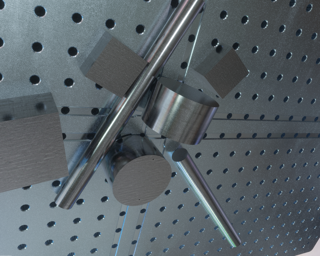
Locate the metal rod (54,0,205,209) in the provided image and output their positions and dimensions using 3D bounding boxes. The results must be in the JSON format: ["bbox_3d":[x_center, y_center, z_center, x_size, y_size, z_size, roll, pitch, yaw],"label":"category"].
[{"bbox_3d":[-0.043,-0.024,0.372,0.025,0.025,0.299,25,105,-37],"label":"metal rod"}]

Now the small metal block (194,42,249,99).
[{"bbox_3d":[0.082,-0.075,0.409,0.050,0.025,0.050,-46,129,4],"label":"small metal block"}]

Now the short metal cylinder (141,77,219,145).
[{"bbox_3d":[0.024,-0.022,0.375,0.081,0.080,0.050,12,112,-33],"label":"short metal cylinder"}]

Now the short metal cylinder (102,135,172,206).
[{"bbox_3d":[-0.032,0.056,0.412,0.081,0.050,0.079,-13,124,-21],"label":"short metal cylinder"}]

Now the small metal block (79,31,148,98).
[{"bbox_3d":[-0.051,-0.069,0.341,0.050,0.025,0.050,30,101,-38],"label":"small metal block"}]

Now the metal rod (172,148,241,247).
[{"bbox_3d":[0.092,0.136,0.545,0.025,0.025,0.299,-36,129,-4],"label":"metal rod"}]

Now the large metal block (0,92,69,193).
[{"bbox_3d":[-0.146,0.015,0.324,0.081,0.050,0.079,-12,124,-22],"label":"large metal block"}]
